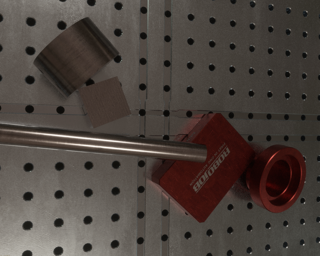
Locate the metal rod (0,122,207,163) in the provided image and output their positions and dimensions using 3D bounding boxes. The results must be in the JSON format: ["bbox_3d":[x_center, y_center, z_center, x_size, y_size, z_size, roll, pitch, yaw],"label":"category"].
[{"bbox_3d":[-0.090,0.016,0.362,0.302,0.025,0.025,7,88,-14],"label":"metal rod"}]

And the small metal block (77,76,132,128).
[{"bbox_3d":[-0.070,-0.032,0.387,0.050,0.025,0.050,-23,98,-19],"label":"small metal block"}]

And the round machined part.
[{"bbox_3d":[0.167,0.072,0.460,0.099,0.042,0.097,-6,102,-30],"label":"round machined part"}]

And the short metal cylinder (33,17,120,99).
[{"bbox_3d":[-0.093,-0.078,0.350,0.080,0.080,0.050,-45,104,-15],"label":"short metal cylinder"}]

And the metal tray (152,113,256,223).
[{"bbox_3d":[0.064,0.053,0.435,0.090,0.030,0.130,46,76,-15],"label":"metal tray"}]
